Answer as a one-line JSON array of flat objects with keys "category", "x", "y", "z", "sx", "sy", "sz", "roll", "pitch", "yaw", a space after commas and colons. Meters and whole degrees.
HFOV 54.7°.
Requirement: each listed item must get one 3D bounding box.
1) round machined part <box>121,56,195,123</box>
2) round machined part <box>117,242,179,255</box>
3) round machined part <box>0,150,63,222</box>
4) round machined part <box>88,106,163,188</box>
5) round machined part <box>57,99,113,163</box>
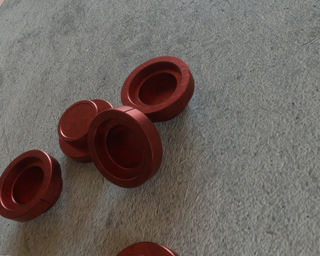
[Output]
[{"category": "round machined part", "x": 0.000, "y": -0.047, "z": 0.419, "sx": 0.098, "sy": 0.042, "sz": 0.098, "roll": -13, "pitch": 53, "yaw": 18}, {"category": "round machined part", "x": -0.019, "y": 0.162, "z": 0.303, "sx": 0.098, "sy": 0.042, "sz": 0.098, "roll": -13, "pitch": 56, "yaw": 21}, {"category": "round machined part", "x": -0.178, "y": 0.083, "z": 0.436, "sx": 0.098, "sy": 0.042, "sz": 0.098, "roll": -13, "pitch": 56, "yaw": 21}, {"category": "round machined part", "x": -0.038, "y": 0.020, "z": 0.379, "sx": 0.098, "sy": 0.042, "sz": 0.097, "roll": 11, "pitch": 111, "yaw": 30}, {"category": "round machined part", "x": -0.108, "y": -0.002, "z": 0.451, "sx": 0.098, "sy": 0.042, "sz": 0.098, "roll": -13, "pitch": 56, "yaw": 21}]
